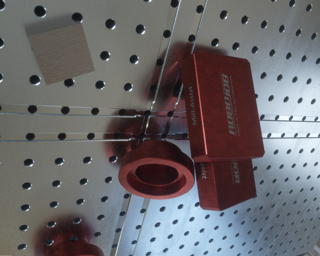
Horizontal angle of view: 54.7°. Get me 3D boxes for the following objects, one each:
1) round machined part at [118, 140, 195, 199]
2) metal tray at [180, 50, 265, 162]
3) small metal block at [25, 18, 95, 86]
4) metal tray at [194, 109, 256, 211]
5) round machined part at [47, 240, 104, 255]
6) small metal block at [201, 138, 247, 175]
[{"bbox_3d":[-0.003,0.053,0.412,0.099,0.042,0.097,2,138,2],"label":"round machined part"},{"bbox_3d":[0.077,-0.025,0.383,0.091,0.030,0.129,1,76,-29],"label":"metal tray"},{"bbox_3d":[-0.099,-0.077,0.310,0.050,0.025,0.050,-21,127,-16],"label":"small metal block"},{"bbox_3d":[0.086,0.037,0.419,0.091,0.030,0.129,-5,86,-43],"label":"metal tray"},{"bbox_3d":[-0.130,0.205,0.456,0.099,0.042,0.097,-14,124,-21],"label":"round machined part"},{"bbox_3d":[0.102,0.046,0.495,0.050,0.025,0.050,11,113,-33],"label":"small metal block"}]
